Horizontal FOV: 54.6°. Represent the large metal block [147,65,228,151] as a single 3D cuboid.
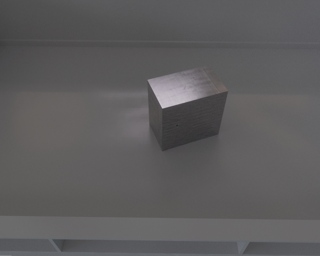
[{"bbox_3d":[0.032,-0.024,0.390,0.081,0.080,0.050,-16,52,-13],"label":"large metal block"}]
